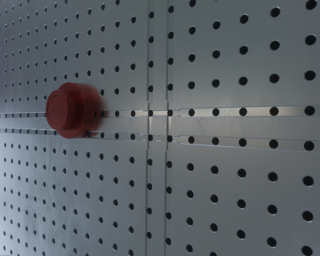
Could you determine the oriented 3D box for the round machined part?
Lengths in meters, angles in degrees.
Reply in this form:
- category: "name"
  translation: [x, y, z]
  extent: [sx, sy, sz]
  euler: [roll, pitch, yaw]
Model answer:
- category: "round machined part"
  translation: [-0.160, -0.030, 0.532]
  extent: [0.098, 0.042, 0.097]
  euler: [0, 90, 40]
